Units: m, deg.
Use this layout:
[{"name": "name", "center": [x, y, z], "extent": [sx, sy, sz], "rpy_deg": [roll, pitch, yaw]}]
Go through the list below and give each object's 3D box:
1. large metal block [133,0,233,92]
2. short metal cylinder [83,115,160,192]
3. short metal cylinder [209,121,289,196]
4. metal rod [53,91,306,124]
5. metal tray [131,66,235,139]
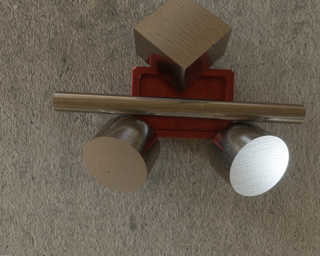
[{"name": "large metal block", "center": [0.026, -0.105, 0.377], "extent": [0.080, 0.050, 0.080], "rpy_deg": [42, 73, 15]}, {"name": "short metal cylinder", "center": [-0.045, 0.031, 0.380], "extent": [0.080, 0.050, 0.079], "rpy_deg": [9, 123, 15]}, {"name": "short metal cylinder", "center": [0.109, 0.036, 0.383], "extent": [0.081, 0.050, 0.079], "rpy_deg": [-8, 114, -18]}, {"name": "metal rod", "center": [0.024, -0.025, 0.381], "extent": [0.302, 0.025, 0.025], "rpy_deg": [3, 90, -1]}, {"name": "metal tray", "center": [0.029, -0.032, 0.409], "extent": [0.131, 0.030, 0.089], "rpy_deg": [2, 90, 0]}]
